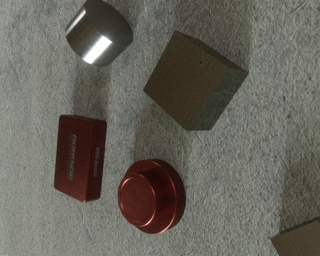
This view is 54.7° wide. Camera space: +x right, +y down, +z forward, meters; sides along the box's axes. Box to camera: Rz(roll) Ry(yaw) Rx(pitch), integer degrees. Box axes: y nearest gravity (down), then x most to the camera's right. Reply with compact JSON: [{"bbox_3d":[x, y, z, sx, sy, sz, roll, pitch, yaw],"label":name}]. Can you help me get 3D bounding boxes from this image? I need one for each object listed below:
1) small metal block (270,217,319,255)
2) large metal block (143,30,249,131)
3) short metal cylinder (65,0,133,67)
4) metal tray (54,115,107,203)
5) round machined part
[{"bbox_3d":[0.142,0.116,0.288,0.050,0.025,0.050,-39,66,33],"label":"small metal block"},{"bbox_3d":[0.039,-0.053,0.357,0.080,0.050,0.080,45,117,30],"label":"large metal block"},{"bbox_3d":[-0.085,-0.134,0.439,0.050,0.081,0.080,-35,69,34],"label":"short metal cylinder"},{"bbox_3d":[-0.133,0.047,0.512,0.090,0.030,0.129,10,97,39],"label":"metal tray"},{"bbox_3d":[-0.018,0.091,0.409,0.098,0.042,0.097,0,90,40],"label":"round machined part"}]
